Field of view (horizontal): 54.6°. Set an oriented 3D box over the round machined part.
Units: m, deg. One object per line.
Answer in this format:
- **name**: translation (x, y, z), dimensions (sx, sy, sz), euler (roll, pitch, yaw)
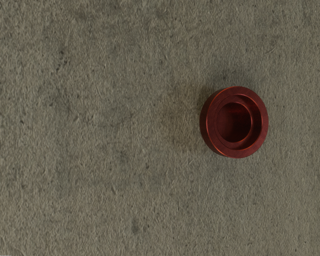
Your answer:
- **round machined part**: translation (0.099, -0.008, 0.436), dimensions (0.099, 0.042, 0.097), euler (0, 90, -20)
